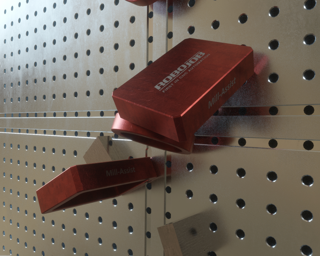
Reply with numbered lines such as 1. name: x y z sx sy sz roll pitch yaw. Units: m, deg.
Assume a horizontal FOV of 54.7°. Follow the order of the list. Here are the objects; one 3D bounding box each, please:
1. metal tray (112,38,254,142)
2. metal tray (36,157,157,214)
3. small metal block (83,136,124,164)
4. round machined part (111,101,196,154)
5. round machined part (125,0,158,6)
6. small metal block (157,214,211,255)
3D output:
1. metal tray: 0.027 -0.048 0.325 0.090 0.131 0.030 22 142 38
2. metal tray: -0.079 0.073 0.406 0.090 0.131 0.030 -33 70 35
3. small metal block: -0.088 0.048 0.482 0.050 0.025 0.050 -50 61 28
4. round machined part: -0.005 -0.003 0.369 0.098 0.098 0.042 9 78 39
5. round machined part: -0.014 -0.211 0.410 0.098 0.042 0.097 0 90 40
6. small metal block: 0.029 0.135 0.369 0.025 0.050 0.050 -29 72 36
